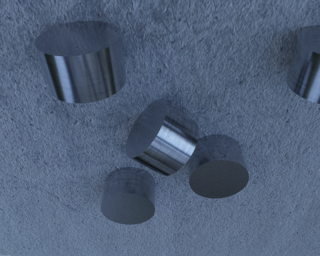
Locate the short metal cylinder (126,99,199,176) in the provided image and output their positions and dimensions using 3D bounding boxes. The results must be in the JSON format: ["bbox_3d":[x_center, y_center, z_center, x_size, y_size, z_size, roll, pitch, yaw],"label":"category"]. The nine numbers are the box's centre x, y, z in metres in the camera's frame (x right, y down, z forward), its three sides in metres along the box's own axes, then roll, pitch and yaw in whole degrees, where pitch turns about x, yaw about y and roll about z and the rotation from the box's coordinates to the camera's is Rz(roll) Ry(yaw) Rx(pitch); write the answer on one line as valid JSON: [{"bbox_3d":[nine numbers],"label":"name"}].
[{"bbox_3d":[0.002,0.012,0.381,0.050,0.080,0.080,32,123,-24],"label":"short metal cylinder"}]

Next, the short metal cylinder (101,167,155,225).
[{"bbox_3d":[-0.048,0.106,0.480,0.081,0.050,0.079,0,130,0],"label":"short metal cylinder"}]

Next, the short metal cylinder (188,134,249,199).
[{"bbox_3d":[0.080,0.055,0.438,0.081,0.050,0.079,0,130,0],"label":"short metal cylinder"}]

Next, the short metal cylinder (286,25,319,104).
[{"bbox_3d":[0.177,-0.066,0.317,0.080,0.080,0.050,-1,130,1],"label":"short metal cylinder"}]

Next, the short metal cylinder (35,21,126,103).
[{"bbox_3d":[-0.077,-0.068,0.312,0.080,0.080,0.050,-2,130,1],"label":"short metal cylinder"}]
